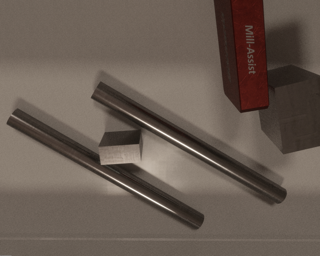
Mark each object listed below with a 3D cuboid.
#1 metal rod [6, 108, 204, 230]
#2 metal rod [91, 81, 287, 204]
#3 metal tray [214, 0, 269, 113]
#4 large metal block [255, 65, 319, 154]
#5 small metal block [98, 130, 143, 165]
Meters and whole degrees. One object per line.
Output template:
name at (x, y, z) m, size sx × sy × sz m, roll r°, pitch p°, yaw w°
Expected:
metal rod at (-0.067, 0.063, 0.433) m, size 0.301 × 0.025 × 0.025 m, roll 32°, pitch 107°, yaw -12°
metal rod at (0.047, 0.025, 0.421) m, size 0.301 × 0.025 × 0.025 m, roll 30°, pitch 107°, yaw -11°
metal tray at (0.088, -0.092, 0.344) m, size 0.030 × 0.090 × 0.129 m, roll -10°, pitch 110°, yaw 3°
large metal block at (0.155, -0.026, 0.375) m, size 0.050 × 0.080 × 0.080 m, roll -14°, pitch 110°, yaw 5°
small metal block at (-0.050, 0.024, 0.406) m, size 0.050 × 0.050 × 0.025 m, roll -4°, pitch 110°, yaw 1°
